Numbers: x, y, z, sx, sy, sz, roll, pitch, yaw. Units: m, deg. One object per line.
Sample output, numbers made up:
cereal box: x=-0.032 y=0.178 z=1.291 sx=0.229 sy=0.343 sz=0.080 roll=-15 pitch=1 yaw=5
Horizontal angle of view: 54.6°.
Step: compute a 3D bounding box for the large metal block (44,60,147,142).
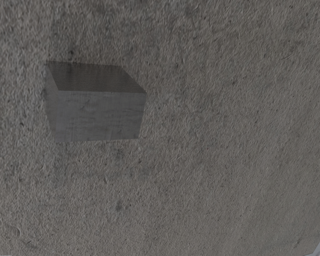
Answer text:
large metal block: x=-0.069 y=-0.029 z=0.315 sx=0.081 sy=0.080 sz=0.050 roll=-2 pitch=119 yaw=-28
